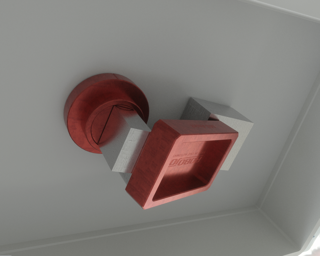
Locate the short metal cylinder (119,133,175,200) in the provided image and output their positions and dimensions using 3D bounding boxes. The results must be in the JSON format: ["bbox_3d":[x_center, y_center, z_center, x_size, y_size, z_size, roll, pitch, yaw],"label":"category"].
[{"bbox_3d":[-0.011,0.049,0.401,0.081,0.050,0.080,-26,145,-20],"label":"short metal cylinder"}]

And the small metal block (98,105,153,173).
[{"bbox_3d":[-0.038,0.012,0.323,0.025,0.050,0.050,13,112,-34],"label":"small metal block"}]

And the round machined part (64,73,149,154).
[{"bbox_3d":[-0.057,-0.010,0.359,0.099,0.042,0.097,-14,125,-21],"label":"round machined part"}]

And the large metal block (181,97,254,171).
[{"bbox_3d":[0.071,0.010,0.436,0.081,0.050,0.079,10,113,-33],"label":"large metal block"}]

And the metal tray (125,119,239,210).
[{"bbox_3d":[0.030,0.037,0.353,0.131,0.030,0.089,0,121,-51],"label":"metal tray"}]
